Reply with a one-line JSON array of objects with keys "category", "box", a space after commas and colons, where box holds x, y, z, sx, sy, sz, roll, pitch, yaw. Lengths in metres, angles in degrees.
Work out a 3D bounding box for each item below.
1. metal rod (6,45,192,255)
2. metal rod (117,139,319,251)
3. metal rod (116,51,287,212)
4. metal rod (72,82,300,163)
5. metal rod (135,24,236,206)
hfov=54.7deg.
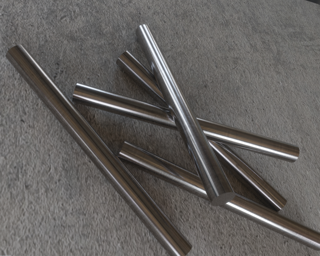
[{"category": "metal rod", "box": [-0.072, 0.023, 0.350, 0.300, 0.025, 0.025, 49, 51, 6]}, {"category": "metal rod", "box": [0.085, 0.090, 0.394, 0.301, 0.025, 0.025, 26, 53, -12]}, {"category": "metal rod", "box": [0.056, 0.004, 0.431, 0.300, 0.025, 0.025, 43, 51, 2]}, {"category": "metal rod", "box": [0.041, -0.004, 0.401, 0.302, 0.025, 0.025, 15, 55, -10]}, {"category": "metal rod", "box": [0.017, -0.041, 0.389, 0.025, 0.025, 0.300, 2, 46, -27]}]
